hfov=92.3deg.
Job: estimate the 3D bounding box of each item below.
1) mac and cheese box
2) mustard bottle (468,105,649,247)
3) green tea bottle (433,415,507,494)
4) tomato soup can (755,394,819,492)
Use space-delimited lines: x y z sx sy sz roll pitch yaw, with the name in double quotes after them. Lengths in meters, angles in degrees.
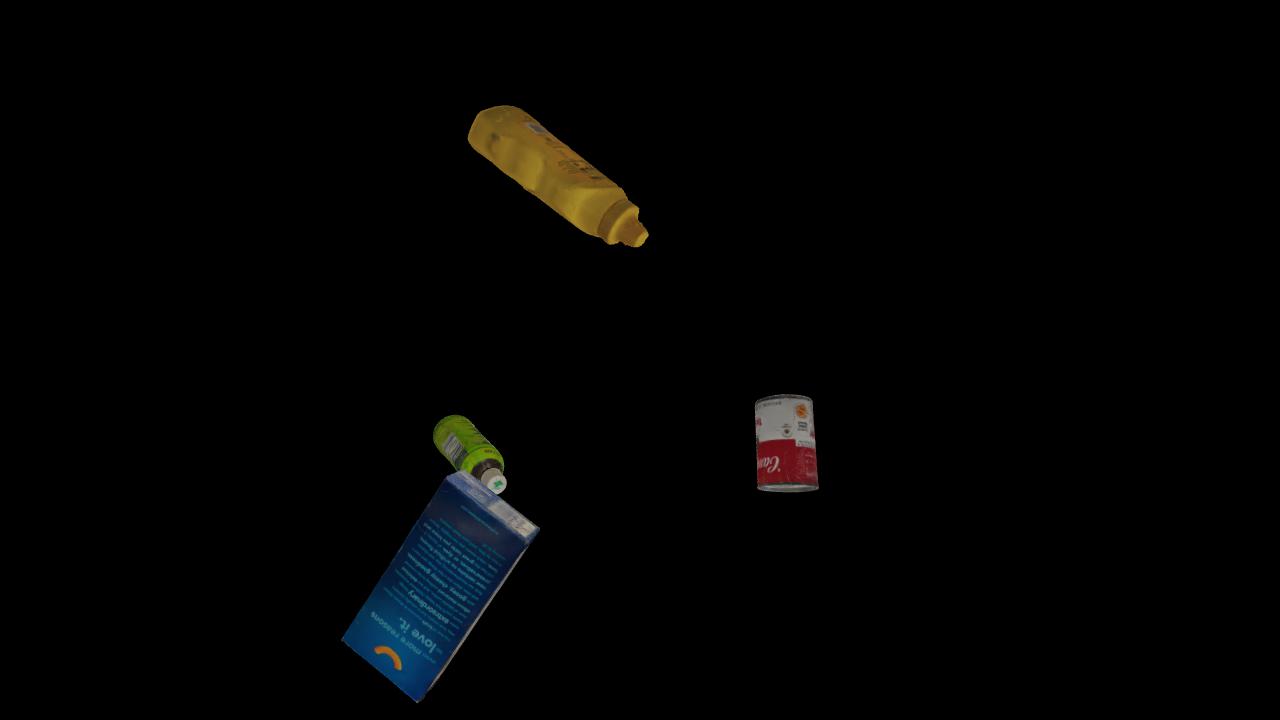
-0.177 0.199 0.546 0.093 0.184 0.041 35 8 5 "mac and cheese box"
-0.065 -0.163 0.567 0.184 0.054 0.092 40 20 13 "mustard bottle"
-0.262 0.151 0.961 0.073 0.073 0.212 0 17 -33 "green tea bottle"
0.165 0.095 0.696 0.068 0.101 0.068 2 -18 1 "tomato soup can"
